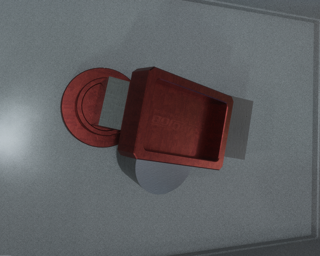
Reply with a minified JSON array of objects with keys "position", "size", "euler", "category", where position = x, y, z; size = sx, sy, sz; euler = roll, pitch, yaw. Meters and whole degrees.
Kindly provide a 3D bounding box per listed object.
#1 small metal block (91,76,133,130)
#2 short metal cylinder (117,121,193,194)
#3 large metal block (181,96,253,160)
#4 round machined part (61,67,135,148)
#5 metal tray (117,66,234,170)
[{"position":[-0.052,-0.025,0.332],"size":[0.025,0.050,0.050],"euler":[13,86,-20],"category":"small metal block"},{"position":[-0.006,0.035,0.382],"size":[0.081,0.050,0.079],"euler":[-9,108,-30],"category":"short metal cylinder"},{"position":[0.073,-0.004,0.423],"size":[0.081,0.050,0.080],"euler":[11,87,-20],"category":"large metal block"},{"position":[-0.068,-0.025,0.375],"size":[0.099,0.042,0.097],"euler":[0,90,-21],"category":"round machined part"},{"position":[0.023,-0.005,0.341],"size":[0.131,0.030,0.090],"euler":[13,86,-39],"category":"metal tray"}]
